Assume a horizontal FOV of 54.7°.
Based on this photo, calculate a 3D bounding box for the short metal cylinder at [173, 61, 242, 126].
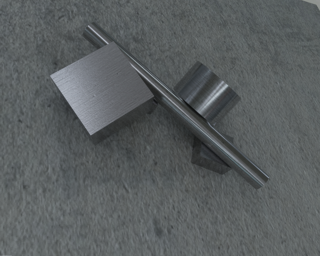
[{"bbox_3d":[0.065,-0.048,0.430,0.080,0.050,0.080,40,11,-9],"label":"short metal cylinder"}]

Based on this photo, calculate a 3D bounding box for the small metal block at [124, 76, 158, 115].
[{"bbox_3d":[-0.032,-0.050,0.421,0.050,0.025,0.050,12,57,-22],"label":"small metal block"}]

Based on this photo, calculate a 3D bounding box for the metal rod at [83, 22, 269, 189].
[{"bbox_3d":[0.021,-0.029,0.404,0.300,0.025,0.025,41,51,0],"label":"metal rod"}]

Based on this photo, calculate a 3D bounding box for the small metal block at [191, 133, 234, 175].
[{"bbox_3d":[0.073,0.031,0.428,0.050,0.025,0.050,22,53,-15],"label":"small metal block"}]

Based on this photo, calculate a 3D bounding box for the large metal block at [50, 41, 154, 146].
[{"bbox_3d":[-0.065,-0.039,0.358,0.080,0.050,0.080,-33,81,-15],"label":"large metal block"}]
